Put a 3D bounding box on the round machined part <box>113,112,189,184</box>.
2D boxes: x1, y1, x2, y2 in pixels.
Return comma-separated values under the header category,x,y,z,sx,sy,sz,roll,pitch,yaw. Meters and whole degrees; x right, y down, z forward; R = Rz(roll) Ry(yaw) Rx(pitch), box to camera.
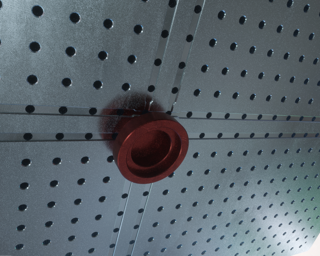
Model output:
category,x,y,z,sx,sy,sz,roll,pitch,yaw
round machined part,-0.015,0.022,0.407,0.099,0.042,0.097,-14,125,-21
